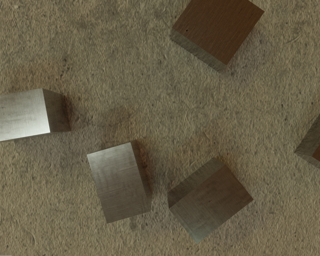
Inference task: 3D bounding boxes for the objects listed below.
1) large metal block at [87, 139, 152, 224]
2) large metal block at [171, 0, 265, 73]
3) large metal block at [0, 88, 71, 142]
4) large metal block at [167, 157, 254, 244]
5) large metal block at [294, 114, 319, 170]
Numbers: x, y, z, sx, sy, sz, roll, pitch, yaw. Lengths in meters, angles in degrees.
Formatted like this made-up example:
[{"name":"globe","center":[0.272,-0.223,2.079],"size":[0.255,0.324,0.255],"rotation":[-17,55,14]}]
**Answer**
[{"name":"large metal block","center":[-0.046,0.061,0.382],"size":[0.050,0.080,0.080],"rotation":[-16,90,0]},{"name":"large metal block","center":[0.070,-0.131,0.398],"size":[0.080,0.050,0.080],"rotation":[35,90,0]},{"name":"large metal block","center":[-0.165,-0.013,0.381],"size":[0.080,0.080,0.050],"rotation":[-10,90,0]},{"name":"large metal block","center":[0.057,0.084,0.383],"size":[0.080,0.080,0.050],"rotation":[-38,90,0]},{"name":"large metal block","center":[0.239,0.023,0.399],"size":[0.080,0.050,0.080],"rotation":[33,90,0]}]
